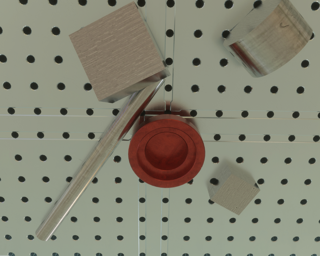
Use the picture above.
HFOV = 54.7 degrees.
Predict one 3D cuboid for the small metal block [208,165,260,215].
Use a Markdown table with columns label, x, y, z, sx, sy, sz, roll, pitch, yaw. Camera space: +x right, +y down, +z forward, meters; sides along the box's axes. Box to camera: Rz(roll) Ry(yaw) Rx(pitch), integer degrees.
| label | x | y | z | sx | sy | sz | roll | pitch | yaw |
| --- | --- | --- | --- | --- | --- | --- | --- | --- | --- |
| small metal block | 0.106 | 0.090 | 0.448 | 0.050 | 0.025 | 0.050 | 30 | 107 | -11 |

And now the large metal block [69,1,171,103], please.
| label | x | y | z | sx | sy | sz | roll | pitch | yaw |
| --- | --- | --- | --- | --- | --- | --- | --- | --- | --- |
| large metal block | -0.043 | -0.083 | 0.356 | 0.080 | 0.050 | 0.080 | -25 | 88 | 8 |

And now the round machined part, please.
| label | x | y | z | sx | sy | sz | roll | pitch | yaw |
| --- | --- | --- | --- | --- | --- | --- | --- | --- | --- |
| round machined part | 0.009 | 0.027 | 0.415 | 0.099 | 0.042 | 0.097 | 0 | 110 | -1 |

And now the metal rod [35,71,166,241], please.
| label | x | y | z | sx | sy | sz | roll | pitch | yaw |
| --- | --- | --- | --- | --- | --- | --- | --- | --- | --- |
| metal rod | -0.090 | 0.047 | 0.429 | 0.025 | 0.025 | 0.299 | 34 | 106 | -12 |

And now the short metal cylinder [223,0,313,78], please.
| label | x | y | z | sx | sy | sz | roll | pitch | yaw |
| --- | --- | --- | --- | --- | --- | --- | --- | --- | --- |
| short metal cylinder | 0.119 | -0.103 | 0.348 | 0.080 | 0.080 | 0.050 | -43 | 105 | 14 |
